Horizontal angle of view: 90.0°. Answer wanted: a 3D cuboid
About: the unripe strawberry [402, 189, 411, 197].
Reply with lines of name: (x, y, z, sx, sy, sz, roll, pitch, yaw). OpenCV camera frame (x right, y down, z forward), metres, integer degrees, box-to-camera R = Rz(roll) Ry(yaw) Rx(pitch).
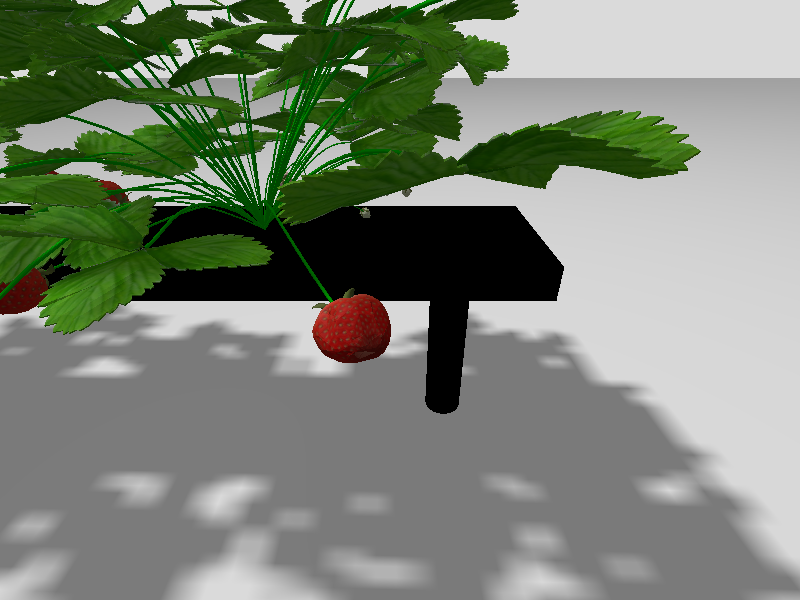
unripe strawberry: (0.007, -0.118, 0.439, 0.010, 0.010, 0.009, -19, 36, -28)

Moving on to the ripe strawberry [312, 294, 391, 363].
ripe strawberry: (-0.022, 0.016, 0.197, 0.038, 0.035, 0.035, -16, 35, -24)

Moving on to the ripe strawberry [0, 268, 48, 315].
ripe strawberry: (-0.239, -0.009, 0.237, 0.039, 0.041, 0.042, 22, 38, 33)

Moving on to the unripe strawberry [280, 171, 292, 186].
unripe strawberry: (-0.139, -0.146, 0.484, 0.017, 0.020, 0.019, -3, 11, -5)

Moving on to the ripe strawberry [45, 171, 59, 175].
ripe strawberry: (-0.402, -0.136, 0.457, 0.031, 0.031, 0.034, -18, 35, -28)

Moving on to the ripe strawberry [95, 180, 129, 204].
ripe strawberry: (-0.281, -0.091, 0.376, 0.042, 0.041, 0.039, 3, 31, 7)
